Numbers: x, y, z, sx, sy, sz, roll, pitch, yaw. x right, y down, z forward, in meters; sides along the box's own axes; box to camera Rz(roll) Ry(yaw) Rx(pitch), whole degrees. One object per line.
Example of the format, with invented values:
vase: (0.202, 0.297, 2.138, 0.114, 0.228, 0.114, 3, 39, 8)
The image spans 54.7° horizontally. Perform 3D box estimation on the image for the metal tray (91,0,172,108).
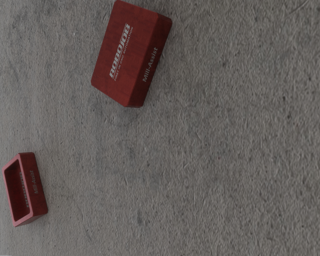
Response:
metal tray: (-0.044, -0.104, 0.438, 0.090, 0.030, 0.129, 33, 110, 35)

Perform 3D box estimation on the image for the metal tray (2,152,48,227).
metal tray: (-0.278, 0.125, 0.630, 0.090, 0.030, 0.130, -32, 70, 35)
